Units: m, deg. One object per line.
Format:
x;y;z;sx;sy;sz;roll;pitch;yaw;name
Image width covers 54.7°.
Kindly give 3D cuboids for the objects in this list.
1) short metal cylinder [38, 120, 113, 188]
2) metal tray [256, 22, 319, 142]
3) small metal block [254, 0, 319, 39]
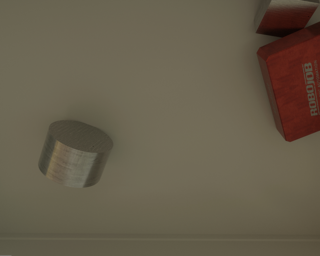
-0.106;0.031;0.392;0.080;0.080;0.050;21;109;-8;short metal cylinder
0.179;-0.053;0.376;0.090;0.030;0.130;-23;123;8;metal tray
0.141;-0.132;0.352;0.050;0.025;0.050;8;147;-4;small metal block
